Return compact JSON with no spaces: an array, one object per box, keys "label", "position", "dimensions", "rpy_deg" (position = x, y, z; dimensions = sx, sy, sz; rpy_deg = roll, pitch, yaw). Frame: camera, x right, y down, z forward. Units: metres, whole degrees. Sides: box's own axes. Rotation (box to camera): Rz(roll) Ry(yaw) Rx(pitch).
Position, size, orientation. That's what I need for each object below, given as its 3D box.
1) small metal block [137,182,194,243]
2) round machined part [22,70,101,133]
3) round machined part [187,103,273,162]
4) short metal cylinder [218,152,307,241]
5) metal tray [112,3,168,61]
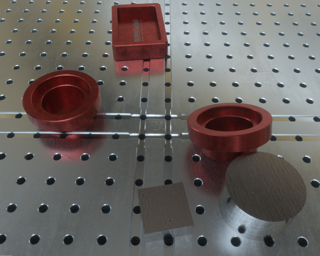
[{"label":"small metal block","position":[0.005,0.090,0.332],"dimensions":[0.050,0.025,0.050],"rpy_deg":[-8,51,-7]},{"label":"round machined part","position":[-0.130,-0.032,0.422],"dimensions":[0.099,0.042,0.098],"rpy_deg":[0,50,0]},{"label":"round machined part","position":[0.084,0.006,0.376],"dimensions":[0.099,0.042,0.098],"rpy_deg":[-5,25,3]},{"label":"short metal cylinder","position":[0.106,0.072,0.332],"dimensions":[0.081,0.050,0.080],"rpy_deg":[0,50,0]},{"label":"metal tray","position":[-0.038,-0.174,0.549],"dimensions":[0.091,0.030,0.130],"rpy_deg":[-4,50,-4]}]
